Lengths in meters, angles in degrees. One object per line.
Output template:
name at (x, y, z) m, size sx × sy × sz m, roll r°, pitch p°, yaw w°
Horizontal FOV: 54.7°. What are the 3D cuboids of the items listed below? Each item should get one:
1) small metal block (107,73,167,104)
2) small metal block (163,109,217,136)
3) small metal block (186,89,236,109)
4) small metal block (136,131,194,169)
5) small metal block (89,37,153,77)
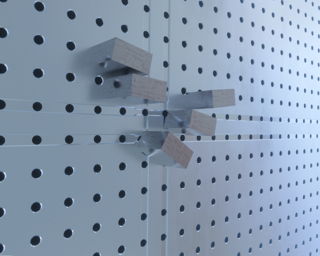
small metal block at (-0.027, -0.045, 0.372) m, size 0.050 × 0.050 × 0.025 m, roll 7°, pitch 86°, yaw -40°
small metal block at (0.042, -0.007, 0.430) m, size 0.050 × 0.050 × 0.025 m, roll 17°, pitch 80°, yaw -39°
small metal block at (0.075, -0.043, 0.458) m, size 0.050 × 0.050 × 0.025 m, roll -9°, pitch 96°, yaw -40°
small metal block at (0.006, 0.028, 0.400) m, size 0.050 × 0.050 × 0.025 m, roll 40°, pitch 66°, yaw -33°
small metal block at (-0.045, -0.078, 0.356) m, size 0.050 × 0.050 × 0.025 m, roll 15°, pitch 80°, yaw -39°
